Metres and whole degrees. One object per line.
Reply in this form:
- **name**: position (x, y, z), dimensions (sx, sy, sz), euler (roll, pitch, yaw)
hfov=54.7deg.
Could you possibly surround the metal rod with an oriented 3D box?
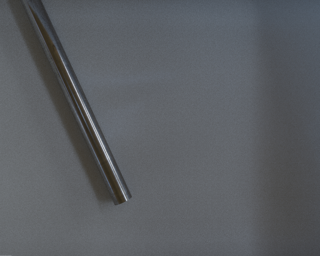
- **metal rod**: position (-0.111, -0.039, 0.409), dimensions (0.025, 0.025, 0.299), euler (-25, 90, 0)
